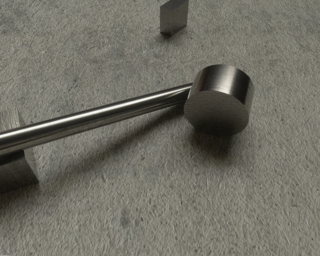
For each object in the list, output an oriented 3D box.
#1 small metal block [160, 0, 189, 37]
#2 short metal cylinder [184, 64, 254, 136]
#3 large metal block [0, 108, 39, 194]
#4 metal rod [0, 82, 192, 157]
[{"bbox_3d":[0.025,-0.201,0.556,0.025,0.050,0.050,31,57,23],"label":"small metal block"},{"bbox_3d":[0.076,-0.034,0.397,0.080,0.080,0.050,14,52,11],"label":"short metal cylinder"},{"bbox_3d":[-0.194,0.031,0.358,0.081,0.050,0.080,-17,52,-15],"label":"large metal block"},{"bbox_3d":[-0.067,-0.015,0.376,0.302,0.025,0.025,-18,52,-30],"label":"metal rod"}]
